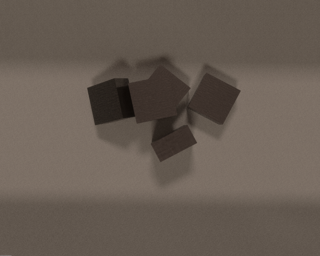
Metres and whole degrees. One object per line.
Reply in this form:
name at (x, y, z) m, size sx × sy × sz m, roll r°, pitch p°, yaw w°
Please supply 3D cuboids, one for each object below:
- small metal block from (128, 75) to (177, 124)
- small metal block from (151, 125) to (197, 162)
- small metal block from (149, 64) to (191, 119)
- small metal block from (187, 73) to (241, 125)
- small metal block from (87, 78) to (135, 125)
small metal block at (-0.009, -0.035, 0.386) m, size 0.050 × 0.025 × 0.050 m, roll -12°, pitch 91°, yaw 0°
small metal block at (0.017, 0.019, 0.399) m, size 0.050 × 0.050 × 0.025 m, roll -28°, pitch 90°, yaw 0°
small metal block at (0.004, -0.048, 0.412) m, size 0.050 × 0.025 × 0.050 m, roll 38°, pitch 89°, yaw -1°
small metal block at (0.071, -0.038, 0.412) m, size 0.050 × 0.025 × 0.050 m, roll 28°, pitch 90°, yaw -1°
small metal block at (-0.062, -0.033, 0.398) m, size 0.050 × 0.025 × 0.050 m, roll -12°, pitch 90°, yaw 35°
